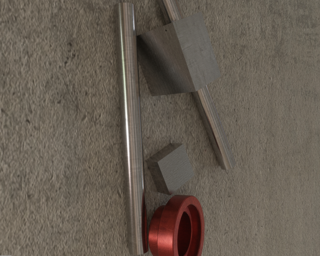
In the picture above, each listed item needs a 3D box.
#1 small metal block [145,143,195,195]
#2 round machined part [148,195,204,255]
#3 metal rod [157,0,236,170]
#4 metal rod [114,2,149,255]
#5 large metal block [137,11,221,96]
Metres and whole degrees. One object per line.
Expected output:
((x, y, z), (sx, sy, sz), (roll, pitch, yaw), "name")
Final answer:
((0.014, 0.054, 0.419), (0.050, 0.025, 0.050), (-32, 110, -36), "small metal block")
((0.020, 0.136, 0.399), (0.098, 0.042, 0.097), (10, 79, -61), "round machined part")
((0.054, -0.069, 0.451), (0.025, 0.025, 0.299), (-37, 113, -34), "metal rod")
((-0.034, 0.003, 0.377), (0.025, 0.025, 0.298), (-5, 94, -40), "metal rod")
((0.019, -0.089, 0.386), (0.050, 0.080, 0.080), (-34, 111, -35), "large metal block")
